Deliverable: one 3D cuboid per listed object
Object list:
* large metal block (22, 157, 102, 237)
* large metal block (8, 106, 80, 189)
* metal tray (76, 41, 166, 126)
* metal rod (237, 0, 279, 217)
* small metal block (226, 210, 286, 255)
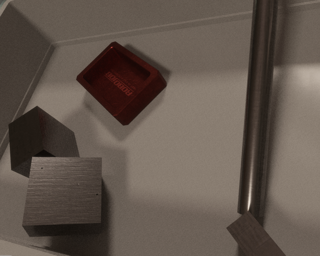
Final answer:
[{"bbox_3d":[-0.112,0.082,0.371,0.081,0.050,0.080,2,57,-12],"label":"large metal block"},{"bbox_3d":[-0.159,0.029,0.434,0.050,0.080,0.080,-32,52,8],"label":"large metal block"},{"bbox_3d":[-0.063,-0.073,0.478,0.090,0.030,0.130,-46,51,-4],"label":"metal tray"},{"bbox_3d":[0.104,-0.063,0.319,0.025,0.025,0.298,3,85,29],"label":"metal rod"},{"bbox_3d":[0.090,0.107,0.276,0.025,0.050,0.050,-39,51,2],"label":"small metal block"}]
